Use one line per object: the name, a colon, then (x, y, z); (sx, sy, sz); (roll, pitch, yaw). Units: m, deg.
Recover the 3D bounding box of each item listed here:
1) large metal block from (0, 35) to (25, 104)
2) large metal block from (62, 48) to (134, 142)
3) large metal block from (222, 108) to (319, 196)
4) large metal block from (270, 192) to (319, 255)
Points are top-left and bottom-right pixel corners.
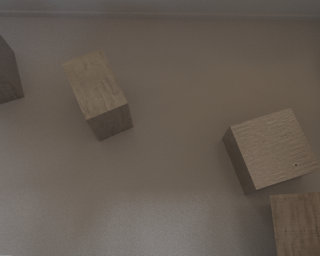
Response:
large metal block: (-0.229, -0.084, 0.410); (0.050, 0.080, 0.080); (-19, 71, -7)
large metal block: (-0.076, -0.039, 0.394); (0.050, 0.080, 0.080); (-24, 72, -8)
large metal block: (0.134, 0.030, 0.386); (0.081, 0.050, 0.080); (-16, 71, -6)
large metal block: (0.157, 0.115, 0.331); (0.050, 0.080, 0.080); (-11, 67, 27)
